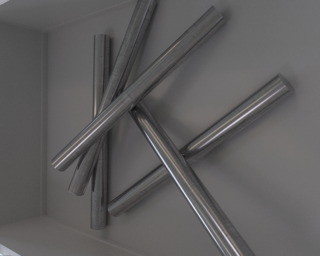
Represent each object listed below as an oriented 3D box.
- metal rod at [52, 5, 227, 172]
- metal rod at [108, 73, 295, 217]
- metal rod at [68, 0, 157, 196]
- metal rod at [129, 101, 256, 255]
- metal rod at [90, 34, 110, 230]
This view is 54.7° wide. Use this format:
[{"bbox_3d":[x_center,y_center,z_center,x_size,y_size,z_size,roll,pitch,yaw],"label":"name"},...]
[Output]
[{"bbox_3d":[-0.039,-0.038,0.401,0.299,0.025,0.025,-40,65,19],"label":"metal rod"},{"bbox_3d":[0.028,0.038,0.383,0.299,0.025,0.025,-41,65,32],"label":"metal rod"},{"bbox_3d":[-0.072,-0.039,0.445,0.025,0.025,0.298,29,102,36],"label":"metal rod"},{"bbox_3d":[0.022,0.047,0.348,0.025,0.025,0.300,-58,45,24],"label":"metal rod"},{"bbox_3d":[-0.093,0.007,0.483,0.025,0.025,0.298,2,91,40],"label":"metal rod"}]
